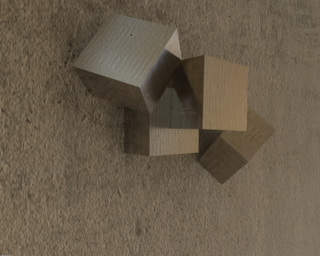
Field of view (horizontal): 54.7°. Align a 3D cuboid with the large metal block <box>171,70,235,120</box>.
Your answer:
[{"bbox_3d":[0.063,-0.049,0.446,0.081,0.050,0.079,0,90,-40],"label":"large metal block"}]

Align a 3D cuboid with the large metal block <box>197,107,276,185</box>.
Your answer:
[{"bbox_3d":[0.112,0.027,0.458,0.050,0.080,0.080,44,56,12],"label":"large metal block"}]

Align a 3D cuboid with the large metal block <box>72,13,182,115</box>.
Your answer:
[{"bbox_3d":[-0.032,-0.071,0.336,0.080,0.080,0.050,-61,158,-22],"label":"large metal block"}]

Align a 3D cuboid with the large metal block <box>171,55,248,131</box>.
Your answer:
[{"bbox_3d":[0.061,-0.037,0.375,0.081,0.050,0.079,3,88,-40],"label":"large metal block"}]

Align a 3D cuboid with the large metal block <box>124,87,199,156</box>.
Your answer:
[{"bbox_3d":[0.003,-0.008,0.392,0.081,0.050,0.079,0,90,-40],"label":"large metal block"}]
